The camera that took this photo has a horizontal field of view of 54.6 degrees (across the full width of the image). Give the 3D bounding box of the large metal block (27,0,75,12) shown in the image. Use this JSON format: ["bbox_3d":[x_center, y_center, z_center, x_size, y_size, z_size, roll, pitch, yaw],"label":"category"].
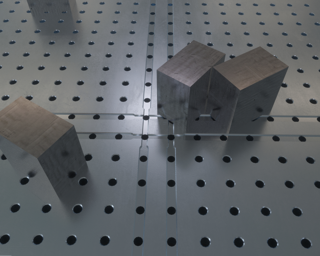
[{"bbox_3d":[-0.217,-0.275,0.602,0.080,0.080,0.050,-1,50,-1],"label":"large metal block"}]

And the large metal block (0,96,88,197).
[{"bbox_3d":[-0.137,0.022,0.353,0.080,0.080,0.050,26,55,20],"label":"large metal block"}]

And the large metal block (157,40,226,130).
[{"bbox_3d":[0.041,-0.058,0.421,0.050,0.080,0.080,31,57,23],"label":"large metal block"}]

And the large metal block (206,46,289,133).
[{"bbox_3d":[0.113,-0.051,0.415,0.080,0.080,0.050,-26,55,-20],"label":"large metal block"}]
